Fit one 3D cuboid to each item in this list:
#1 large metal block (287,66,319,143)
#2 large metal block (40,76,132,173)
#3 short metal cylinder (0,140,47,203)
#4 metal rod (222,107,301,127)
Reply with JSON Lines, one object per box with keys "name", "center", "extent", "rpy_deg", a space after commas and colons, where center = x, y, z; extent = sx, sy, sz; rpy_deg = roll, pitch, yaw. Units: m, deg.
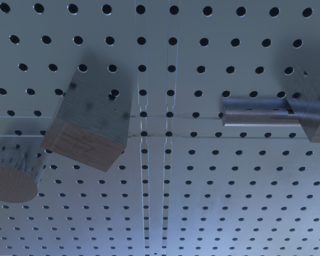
{"name": "large metal block", "center": [0.206, -0.027, 0.355], "extent": [0.081, 0.080, 0.050], "rpy_deg": [3, 130, -3]}
{"name": "large metal block", "center": [-0.084, -0.005, 0.370], "extent": [0.080, 0.080, 0.050], "rpy_deg": [26, 125, -21]}
{"name": "short metal cylinder", "center": [-0.211, 0.064, 0.448], "extent": [0.081, 0.050, 0.079], "rpy_deg": [0, 130, 0]}
{"name": "metal rod", "center": [0.233, -0.013, 0.402], "extent": [0.302, 0.025, 0.025], "rpy_deg": [1, 130, -1]}
